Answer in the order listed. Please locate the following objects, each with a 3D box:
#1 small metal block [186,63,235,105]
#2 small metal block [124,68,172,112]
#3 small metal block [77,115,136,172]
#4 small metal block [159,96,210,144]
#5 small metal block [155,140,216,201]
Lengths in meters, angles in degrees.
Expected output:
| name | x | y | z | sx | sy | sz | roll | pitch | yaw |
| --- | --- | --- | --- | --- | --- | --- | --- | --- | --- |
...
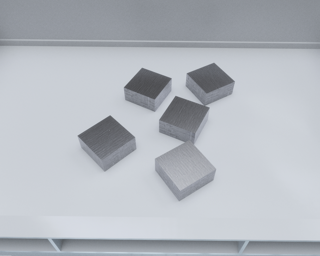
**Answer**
| name | x | y | z | sx | sy | sz | roll | pitch | yaw |
| --- | --- | --- | --- | --- | --- | --- | --- | --- | --- |
| small metal block | 0.074 | -0.066 | 0.461 | 0.050 | 0.025 | 0.050 | -24 | 54 | -19 |
| small metal block | -0.017 | -0.057 | 0.452 | 0.050 | 0.025 | 0.050 | 23 | 54 | 18 |
| small metal block | -0.066 | 0.018 | 0.389 | 0.050 | 0.025 | 0.050 | -36 | 59 | -26 |
| small metal block | 0.033 | -0.011 | 0.414 | 0.050 | 0.025 | 0.050 | 21 | 53 | 17 |
| small metal block | 0.029 | 0.049 | 0.364 | 0.050 | 0.025 | 0.050 | -27 | 55 | -21 |
